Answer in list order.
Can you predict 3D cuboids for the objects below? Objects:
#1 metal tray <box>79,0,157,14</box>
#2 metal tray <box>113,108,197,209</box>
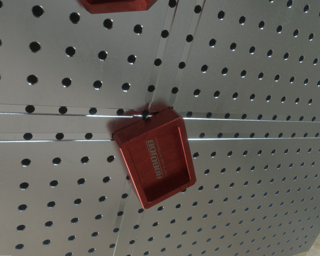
[{"bbox_3d":[-0.058,-0.154,0.239,0.030,0.090,0.130,-52,133,-21],"label":"metal tray"},{"bbox_3d":[-0.003,0.046,0.436,0.091,0.030,0.129,-25,128,-13],"label":"metal tray"}]
